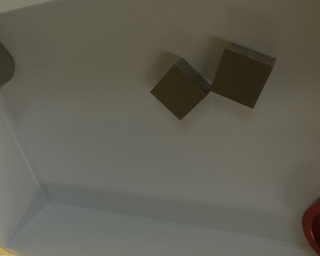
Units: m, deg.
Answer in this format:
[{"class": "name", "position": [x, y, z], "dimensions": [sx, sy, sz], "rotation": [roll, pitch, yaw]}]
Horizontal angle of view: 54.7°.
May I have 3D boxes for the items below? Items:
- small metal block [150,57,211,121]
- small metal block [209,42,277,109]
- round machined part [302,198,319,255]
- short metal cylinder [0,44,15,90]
[{"class": "small metal block", "position": [0.025, -0.046, 0.366], "dimensions": [0.050, 0.025, 0.050], "rotation": [43, 129, -2]}, {"class": "small metal block", "position": [0.087, -0.056, 0.328], "dimensions": [0.050, 0.025, 0.050], "rotation": [25, 127, 12]}, {"class": "round machined part", "position": [0.214, 0.115, 0.340], "dimensions": [0.098, 0.042, 0.097], "rotation": [35, 140, 36]}, {"class": "short metal cylinder", "position": [-0.265, -0.088, 0.455], "dimensions": [0.050, 0.080, 0.080], "rotation": [-25, 105, 36]}]
